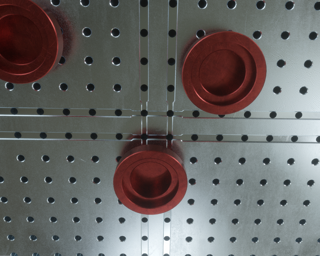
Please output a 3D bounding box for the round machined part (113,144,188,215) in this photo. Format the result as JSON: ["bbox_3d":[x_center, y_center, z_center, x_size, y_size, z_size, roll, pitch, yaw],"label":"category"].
[{"bbox_3d":[-0.013,0.067,0.429,0.099,0.042,0.097,0,110,0],"label":"round machined part"}]

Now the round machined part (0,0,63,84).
[{"bbox_3d":[-0.163,-0.104,0.365,0.099,0.042,0.097,0,110,0],"label":"round machined part"}]

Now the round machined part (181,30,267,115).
[{"bbox_3d":[0.075,-0.069,0.379,0.099,0.042,0.097,0,110,0],"label":"round machined part"}]
